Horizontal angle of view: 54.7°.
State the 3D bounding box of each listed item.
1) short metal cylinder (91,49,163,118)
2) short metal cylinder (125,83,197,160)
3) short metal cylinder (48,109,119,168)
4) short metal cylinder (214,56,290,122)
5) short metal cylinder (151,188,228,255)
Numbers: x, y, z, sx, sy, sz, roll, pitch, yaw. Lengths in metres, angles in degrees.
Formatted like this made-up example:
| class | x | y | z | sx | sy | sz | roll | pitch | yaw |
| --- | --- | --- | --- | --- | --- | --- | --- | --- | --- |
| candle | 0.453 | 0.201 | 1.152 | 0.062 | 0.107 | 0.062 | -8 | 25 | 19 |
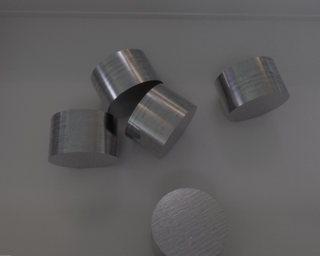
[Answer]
| class | x | y | z | sx | sy | sz | roll | pitch | yaw |
| --- | --- | --- | --- | --- | --- | --- | --- | --- | --- |
| short metal cylinder | -0.042 | -0.056 | 0.400 | 0.080 | 0.080 | 0.050 | -27 | 73 | -9 |
| short metal cylinder | 0.002 | -0.008 | 0.383 | 0.050 | 0.080 | 0.080 | 35 | 74 | 12 |
| short metal cylinder | -0.091 | 0.015 | 0.374 | 0.081 | 0.080 | 0.050 | -3 | 70 | -1 |
| short metal cylinder | 0.117 | -0.048 | 0.399 | 0.081 | 0.080 | 0.050 | -15 | 71 | -5 |
| short metal cylinder | 0.030 | 0.114 | 0.345 | 0.081 | 0.050 | 0.080 | 1 | 56 | -2 |
